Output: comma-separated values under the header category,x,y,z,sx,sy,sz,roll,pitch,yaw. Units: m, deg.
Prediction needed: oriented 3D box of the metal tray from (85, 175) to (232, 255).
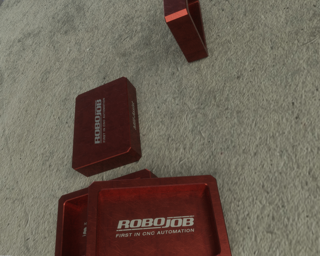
category,x,y,z,sx,sy,sz,roll,pitch,yaw
metal tray,-0.004,0.096,0.305,0.131,0.030,0.090,-2,55,-6

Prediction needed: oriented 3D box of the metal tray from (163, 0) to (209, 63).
category,x,y,z,sx,sy,sz,roll,pitch,yaw
metal tray,0.036,-0.171,0.448,0.030,0.090,0.130,-15,55,20

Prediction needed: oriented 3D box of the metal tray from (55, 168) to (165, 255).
category,x,y,z,sx,sy,sz,roll,pitch,yaw
metal tray,-0.059,0.110,0.364,0.130,0.030,0.090,-20,54,16

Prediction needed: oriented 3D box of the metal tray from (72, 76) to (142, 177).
category,x,y,z,sx,sy,sz,roll,pitch,yaw
metal tray,-0.077,-0.004,0.444,0.090,0.030,0.130,-19,54,17
